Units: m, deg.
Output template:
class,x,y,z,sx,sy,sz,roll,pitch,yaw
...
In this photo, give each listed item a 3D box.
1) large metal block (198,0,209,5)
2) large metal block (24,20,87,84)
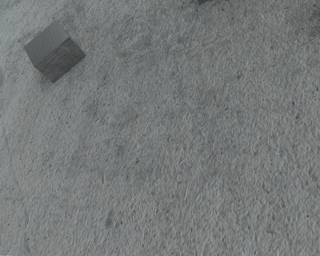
class,x,y,z,sx,sy,sz,roll,pitch,yaw
large metal block,0.081,-0.255,0.483,0.080,0.080,0.050,-21,54,16
large metal block,-0.197,-0.144,0.580,0.080,0.050,0.080,-40,51,0
